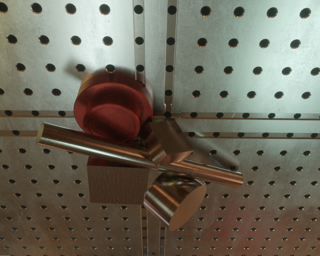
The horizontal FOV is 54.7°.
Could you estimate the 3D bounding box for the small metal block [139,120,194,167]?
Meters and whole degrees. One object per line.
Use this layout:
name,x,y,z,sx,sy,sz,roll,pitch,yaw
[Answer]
small metal block,0.008,0.018,0.398,0.050,0.050,0.025,-5,145,-44

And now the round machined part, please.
round machined part,-0.058,-0.015,0.387,0.099,0.042,0.097,-1,130,0

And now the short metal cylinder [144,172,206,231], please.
short metal cylinder,0.023,0.102,0.454,0.080,0.050,0.080,-36,145,-29

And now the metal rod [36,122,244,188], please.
metal rod,-0.003,0.043,0.406,0.302,0.025,0.025,17,129,-31

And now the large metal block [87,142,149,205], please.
large metal block,-0.058,0.065,0.446,0.081,0.050,0.079,4,130,-4
